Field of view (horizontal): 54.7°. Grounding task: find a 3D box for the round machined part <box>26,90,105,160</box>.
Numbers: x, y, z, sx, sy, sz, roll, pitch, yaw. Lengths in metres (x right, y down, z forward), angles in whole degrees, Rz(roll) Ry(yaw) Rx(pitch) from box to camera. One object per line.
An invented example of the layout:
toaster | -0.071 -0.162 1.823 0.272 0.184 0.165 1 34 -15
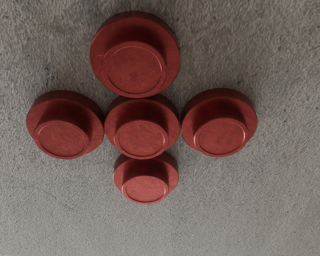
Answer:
round machined part | -0.122 0.003 0.398 0.099 0.042 0.097 -1 130 0

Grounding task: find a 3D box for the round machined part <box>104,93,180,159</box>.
round machined part | -0.023 0.003 0.400 0.099 0.042 0.097 -1 130 0

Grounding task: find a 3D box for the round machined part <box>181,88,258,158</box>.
round machined part | 0.076 0.000 0.399 0.099 0.042 0.097 -1 130 0

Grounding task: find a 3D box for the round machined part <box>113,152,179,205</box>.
round machined part | -0.021 0.078 0.463 0.099 0.042 0.097 -1 130 0

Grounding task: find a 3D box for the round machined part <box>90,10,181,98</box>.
round machined part | -0.027 -0.072 0.336 0.099 0.042 0.097 -1 130 0
